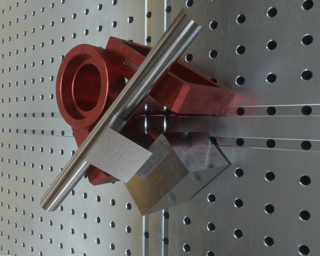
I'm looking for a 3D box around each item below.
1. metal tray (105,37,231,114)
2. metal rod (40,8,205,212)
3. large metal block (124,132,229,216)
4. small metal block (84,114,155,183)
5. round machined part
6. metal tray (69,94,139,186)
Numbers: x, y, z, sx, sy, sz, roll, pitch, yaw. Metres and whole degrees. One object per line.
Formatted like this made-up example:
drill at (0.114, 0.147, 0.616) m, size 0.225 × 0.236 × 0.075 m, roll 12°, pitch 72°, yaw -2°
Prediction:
metal tray at (0.006, -0.061, 0.359) m, size 0.130 × 0.091 × 0.030 m, roll 38°, pitch 114°, yaw 33°
metal rod at (-0.059, 0.002, 0.338) m, size 0.299 × 0.025 × 0.025 m, roll -48°, pitch 62°, yaw 29°
large metal block at (0.017, 0.049, 0.353) m, size 0.080 × 0.081 × 0.050 m, roll -49°, pitch 62°, yaw 29°
small metal block at (-0.041, 0.022, 0.318) m, size 0.050 × 0.050 × 0.025 m, roll -50°, pitch 16°, yaw 28°
round machined part at (-0.079, -0.048, 0.371) m, size 0.098 × 0.042 × 0.097 m, roll 0°, pitch 90°, yaw 39°
metal tray at (-0.070, 0.007, 0.422) m, size 0.030 × 0.091 × 0.130 m, roll -36°, pitch 68°, yaw 34°
